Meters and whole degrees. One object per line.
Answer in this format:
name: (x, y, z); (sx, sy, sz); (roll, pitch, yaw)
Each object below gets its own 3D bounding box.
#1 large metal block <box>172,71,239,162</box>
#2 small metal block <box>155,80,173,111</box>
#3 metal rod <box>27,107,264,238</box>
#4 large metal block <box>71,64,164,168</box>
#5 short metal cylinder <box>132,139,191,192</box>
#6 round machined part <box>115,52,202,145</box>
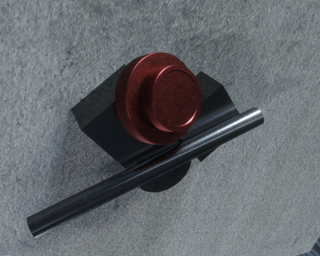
large metal block: (0.055, -0.015, 0.415); (0.080, 0.050, 0.080); (-41, 130, 0)
small metal block: (0.011, -0.054, 0.381); (0.050, 0.025, 0.050); (-40, 130, -1)
metal rod: (-0.005, 0.046, 0.370); (0.302, 0.025, 0.025); (-25, 128, -13)
large metal block: (-0.041, -0.012, 0.362); (0.080, 0.050, 0.080); (-41, 130, -1)
short metal cylinder: (-0.005, 0.039, 0.414); (0.081, 0.050, 0.079); (-14, 125, -21)
round machined part: (0.006, -0.030, 0.326); (0.099, 0.042, 0.097); (-3, 94, -40)
